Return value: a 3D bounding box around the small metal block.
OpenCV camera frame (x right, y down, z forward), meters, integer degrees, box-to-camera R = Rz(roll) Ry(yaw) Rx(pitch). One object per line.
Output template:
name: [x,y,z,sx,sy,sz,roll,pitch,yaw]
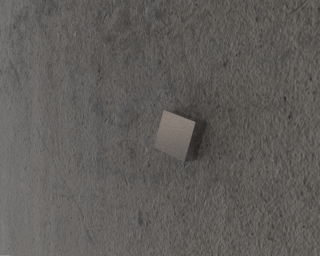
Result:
small metal block: [0.025,0.009,0.386,0.050,0.025,0.050,23,105,37]
